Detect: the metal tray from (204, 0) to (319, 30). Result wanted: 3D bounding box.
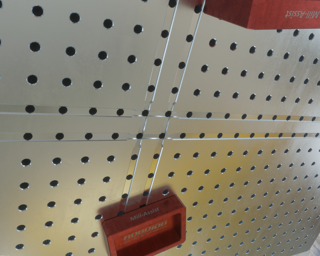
[{"bbox_3d":[0.129,-0.139,0.355,0.131,0.090,0.030,-9,123,-24],"label":"metal tray"}]

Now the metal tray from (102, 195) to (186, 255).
[{"bbox_3d":[-0.022,0.170,0.503,0.131,0.030,0.089,-16,125,-20],"label":"metal tray"}]
